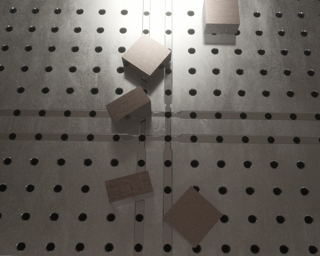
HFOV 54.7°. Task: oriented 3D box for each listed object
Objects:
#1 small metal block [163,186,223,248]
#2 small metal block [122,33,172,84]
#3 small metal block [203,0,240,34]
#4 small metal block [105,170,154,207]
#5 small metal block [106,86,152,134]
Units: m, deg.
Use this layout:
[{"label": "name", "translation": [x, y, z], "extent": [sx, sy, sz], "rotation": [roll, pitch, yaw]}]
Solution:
[{"label": "small metal block", "translation": [0.039, 0.107, 0.373], "extent": [0.050, 0.025, 0.050], "rotation": [41, 75, 13]}, {"label": "small metal block", "translation": [-0.019, -0.100, 0.448], "extent": [0.050, 0.025, 0.050], "rotation": [35, 73, 11]}, {"label": "small metal block", "translation": [0.093, -0.173, 0.476], "extent": [0.050, 0.025, 0.050], "rotation": [1, 70, 0]}, {"label": "small metal block", "translation": [-0.035, 0.074, 0.371], "extent": [0.050, 0.050, 0.025], "rotation": [-14, 71, -5]}, {"label": "small metal block", "translation": [-0.039, -0.023, 0.406], "extent": [0.050, 0.050, 0.025], "rotation": [-32, 74, -11]}]
